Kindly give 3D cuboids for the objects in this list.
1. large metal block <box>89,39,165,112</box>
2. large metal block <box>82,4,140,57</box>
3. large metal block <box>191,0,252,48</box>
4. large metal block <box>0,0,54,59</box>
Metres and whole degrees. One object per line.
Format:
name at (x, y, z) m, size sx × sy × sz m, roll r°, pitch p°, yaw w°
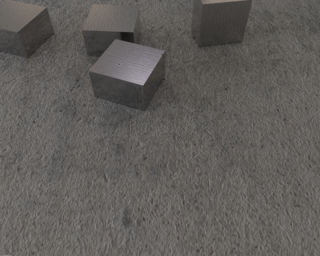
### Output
large metal block at (-0.044, -0.079, 0.453) m, size 0.080 × 0.050 × 0.080 m, roll 17°, pitch 52°, yaw 13°
large metal block at (-0.078, -0.165, 0.525) m, size 0.080 × 0.050 × 0.080 m, roll 3°, pitch 50°, yaw 2°
large metal block at (0.101, -0.189, 0.527) m, size 0.081 × 0.080 × 0.050 m, roll -8°, pitch 51°, yaw -7°
large metal block at (-0.244, -0.170, 0.528) m, size 0.080 × 0.050 × 0.080 m, roll 15°, pitch 52°, yaw 12°
